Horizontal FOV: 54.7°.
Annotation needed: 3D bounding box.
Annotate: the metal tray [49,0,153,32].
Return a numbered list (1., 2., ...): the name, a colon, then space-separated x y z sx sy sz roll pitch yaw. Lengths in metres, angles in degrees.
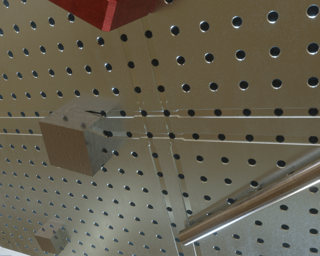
1. metal tray: -0.081 -0.151 0.318 0.130 0.090 0.030 31 128 8

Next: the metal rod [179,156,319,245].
1. metal rod: 0.124 0.097 0.405 0.025 0.025 0.299 44 129 -3

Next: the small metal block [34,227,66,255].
1. small metal block: -0.249 0.256 0.701 0.050 0.025 0.050 1 119 28

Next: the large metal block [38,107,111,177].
1. large metal block: -0.128 0.020 0.475 0.080 0.050 0.079 11 123 22
